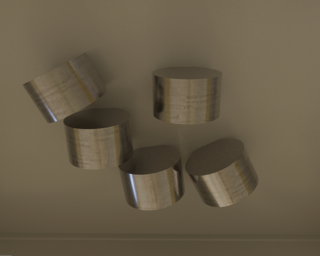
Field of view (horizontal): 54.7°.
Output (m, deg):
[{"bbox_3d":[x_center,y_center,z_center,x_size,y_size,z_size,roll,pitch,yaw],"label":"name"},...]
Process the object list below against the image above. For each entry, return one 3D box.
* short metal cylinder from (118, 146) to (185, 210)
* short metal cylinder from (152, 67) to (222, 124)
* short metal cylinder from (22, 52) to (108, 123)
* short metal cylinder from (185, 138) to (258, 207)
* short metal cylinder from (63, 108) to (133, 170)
[{"bbox_3d":[-0.010,0.063,0.405,0.080,0.080,0.050,-8,110,2],"label":"short metal cylinder"},{"bbox_3d":[0.031,-0.041,0.367,0.081,0.080,0.050,0,110,0],"label":"short metal cylinder"},{"bbox_3d":[-0.110,-0.048,0.363,0.080,0.080,0.050,-25,109,8],"label":"short metal cylinder"},{"bbox_3d":[0.080,0.057,0.404,0.080,0.080,0.050,-25,108,8],"label":"short metal cylinder"},{"bbox_3d":[-0.075,0.011,0.385,0.081,0.080,0.050,-2,110,0],"label":"short metal cylinder"}]
